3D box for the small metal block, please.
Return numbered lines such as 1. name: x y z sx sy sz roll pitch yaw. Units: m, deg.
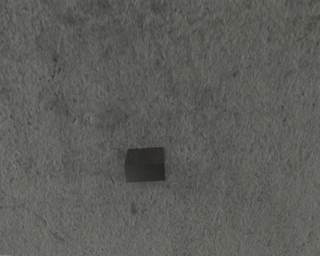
1. small metal block: -0.019 0.048 0.414 0.050 0.050 0.025 -3 110 1
